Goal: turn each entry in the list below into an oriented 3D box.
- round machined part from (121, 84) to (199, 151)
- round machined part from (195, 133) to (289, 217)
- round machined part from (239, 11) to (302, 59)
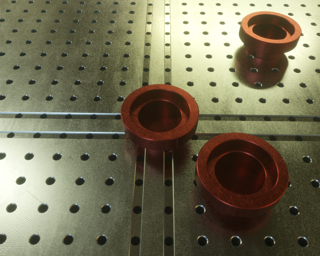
[{"bbox_3d":[0.000,-0.009,0.404,0.099,0.042,0.098,0,50,0],"label":"round machined part"},{"bbox_3d":[0.089,0.055,0.351,0.099,0.042,0.098,0,50,0],"label":"round machined part"},{"bbox_3d":[0.184,-0.155,0.530,0.099,0.042,0.098,0,50,0],"label":"round machined part"}]
